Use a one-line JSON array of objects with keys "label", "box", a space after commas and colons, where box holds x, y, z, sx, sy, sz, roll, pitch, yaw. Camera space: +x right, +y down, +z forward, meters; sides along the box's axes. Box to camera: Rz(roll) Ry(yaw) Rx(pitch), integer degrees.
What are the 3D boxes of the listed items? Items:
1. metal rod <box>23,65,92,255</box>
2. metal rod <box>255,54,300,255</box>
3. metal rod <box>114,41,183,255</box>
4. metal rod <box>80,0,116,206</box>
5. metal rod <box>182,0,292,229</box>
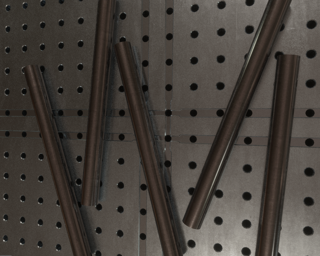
[{"label": "metal rod", "box": [-0.155, 0.048, 0.465, 0.025, 0.025, 0.299, -19, 84, 18]}, {"label": "metal rod", "box": [0.135, 0.065, 0.364, 0.025, 0.025, 0.298, 6, 92, 19]}, {"label": "metal rod", "box": [-0.016, 0.029, 0.417, 0.025, 0.025, 0.298, -15, 85, 19]}, {"label": "metal rod", "box": [-0.088, -0.039, 0.442, 0.025, 0.025, 0.298, 6, 92, 19]}, {"label": "metal rod", "box": [0.092, -0.016, 0.379, 0.025, 0.025, 0.298, 22, 97, 18]}]
